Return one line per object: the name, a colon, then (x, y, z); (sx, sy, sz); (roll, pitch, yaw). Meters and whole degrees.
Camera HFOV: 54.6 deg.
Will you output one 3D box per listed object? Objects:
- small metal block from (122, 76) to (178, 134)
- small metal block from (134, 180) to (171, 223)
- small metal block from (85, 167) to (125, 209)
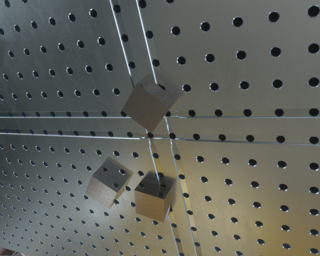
small metal block: (-0.014, -0.029, 0.401); (0.050, 0.025, 0.050); (38, 129, 2)
small metal block: (-0.011, 0.116, 0.489); (0.050, 0.025, 0.050); (13, 124, 21)
small metal block: (-0.093, 0.102, 0.524); (0.050, 0.025, 0.050); (33, 129, 7)
